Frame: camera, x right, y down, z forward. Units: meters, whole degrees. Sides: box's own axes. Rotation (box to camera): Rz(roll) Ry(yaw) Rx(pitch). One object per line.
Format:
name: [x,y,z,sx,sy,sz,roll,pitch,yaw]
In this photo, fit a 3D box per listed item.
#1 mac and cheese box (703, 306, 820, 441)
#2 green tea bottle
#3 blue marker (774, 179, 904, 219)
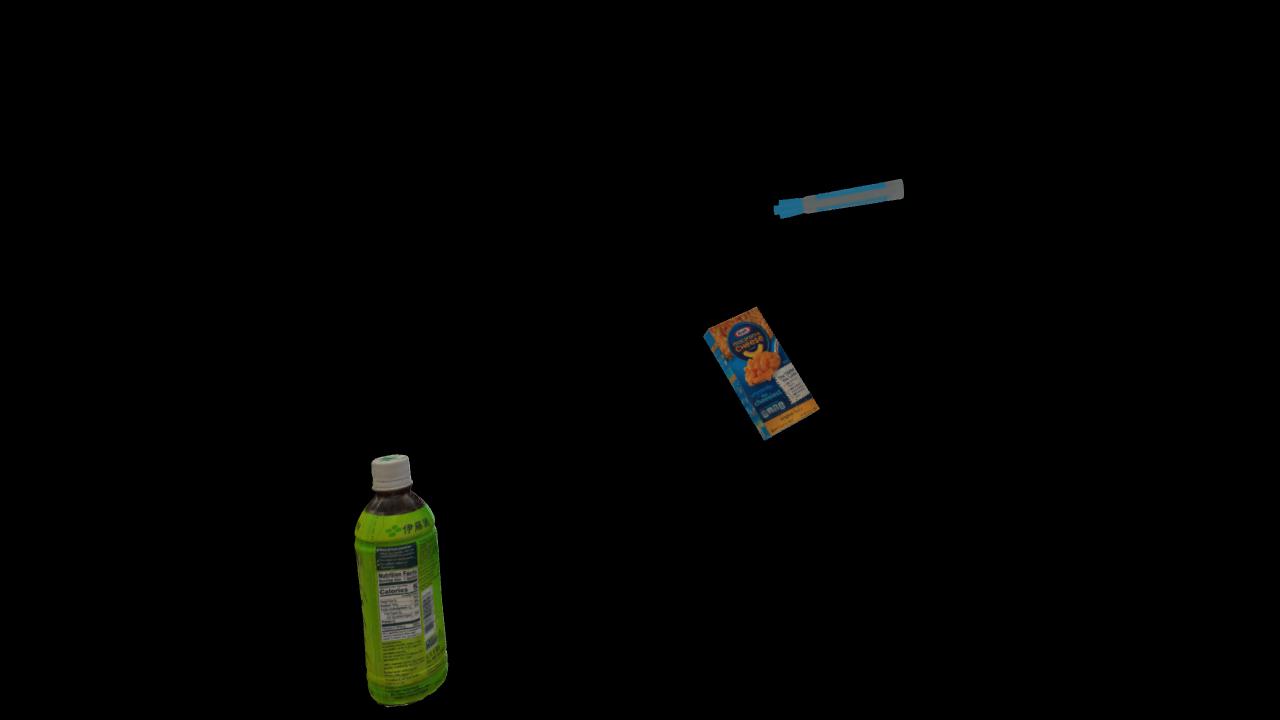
mac and cheese box: [0.181,0.018,0.927,0.093,0.184,0.041,-26,-14,-15]
green tea bottle: [-0.212,0.190,0.545,0.073,0.212,0.073,0,7,0]
blue marker: [0.192,-0.157,0.602,0.121,0.020,0.020,-6,-2,17]
